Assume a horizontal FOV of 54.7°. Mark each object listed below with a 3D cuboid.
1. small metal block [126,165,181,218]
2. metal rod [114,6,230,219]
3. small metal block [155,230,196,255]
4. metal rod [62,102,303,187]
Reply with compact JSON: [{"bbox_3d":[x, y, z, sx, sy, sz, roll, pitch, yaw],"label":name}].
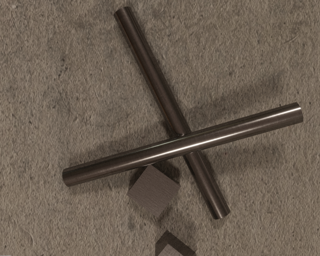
[{"bbox_3d":[-0.008,0.080,0.410,0.050,0.025,0.050,37,90,-1],"label":"small metal block"},{"bbox_3d":[0.016,-0.019,0.410,0.025,0.025,0.299,-26,90,0],"label":"metal rod"},{"bbox_3d":[0.021,0.164,0.398,0.050,0.050,0.025,39,90,-1],"label":"small metal block"},{"bbox_3d":[0.020,0.024,0.386,0.301,0.025,0.025,-16,90,9],"label":"metal rod"}]
